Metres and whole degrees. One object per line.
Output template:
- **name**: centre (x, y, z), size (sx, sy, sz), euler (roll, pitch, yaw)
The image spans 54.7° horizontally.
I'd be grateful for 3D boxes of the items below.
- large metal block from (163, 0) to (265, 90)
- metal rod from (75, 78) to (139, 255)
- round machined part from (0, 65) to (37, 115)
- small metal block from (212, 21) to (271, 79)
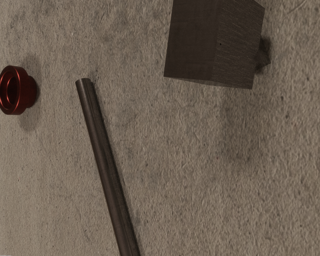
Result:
- **large metal block**: centre (0.053, -0.082, 0.292), size (0.050, 0.081, 0.079), euler (13, 98, 39)
- **metal rod**: centre (-0.081, 0.062, 0.469), size (0.025, 0.025, 0.299), euler (-28, 73, 36)
- **round machined part**: centre (-0.286, -0.075, 0.625), size (0.098, 0.042, 0.097), euler (0, 90, 39)
- **small metal block**: centre (0.084, -0.083, 0.335), size (0.050, 0.025, 0.050), euler (-23, 76, 37)
